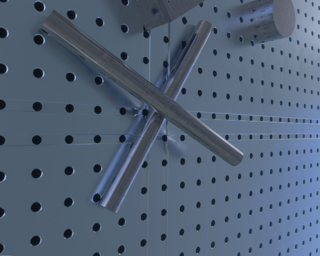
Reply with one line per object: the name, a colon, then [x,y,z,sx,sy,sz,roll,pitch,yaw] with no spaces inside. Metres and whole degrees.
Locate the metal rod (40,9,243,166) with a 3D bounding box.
metal rod: [-0.003,-0.033,0.379,0.301,0.025,0.025,35,68,-25]

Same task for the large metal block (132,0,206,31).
large metal block: [0.006,-0.184,0.399,0.080,0.050,0.080,-42,116,-32]

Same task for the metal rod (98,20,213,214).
metal rod: [0.004,-0.030,0.414,0.025,0.025,0.300,42,65,-32]

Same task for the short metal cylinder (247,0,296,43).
short metal cylinder: [0.205,-0.201,0.567,0.081,0.050,0.079,0,90,-40]
